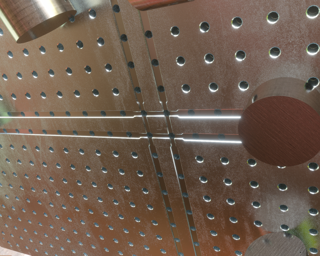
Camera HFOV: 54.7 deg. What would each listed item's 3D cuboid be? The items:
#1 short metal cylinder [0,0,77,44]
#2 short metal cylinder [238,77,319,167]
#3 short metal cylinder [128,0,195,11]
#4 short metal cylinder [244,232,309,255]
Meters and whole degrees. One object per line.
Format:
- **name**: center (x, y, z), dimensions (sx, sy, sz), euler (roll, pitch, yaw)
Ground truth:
- **short metal cylinder**: center (-0.147, -0.142, 0.366), dimensions (0.080, 0.080, 0.050), euler (-19, 108, 35)
- **short metal cylinder**: center (0.128, -0.007, 0.324), dimensions (0.080, 0.050, 0.079), euler (13, 124, 21)
- **short metal cylinder**: center (0.000, -0.153, 0.281), dimensions (0.050, 0.080, 0.080), euler (0, 119, 28)
- **short metal cylinder**: center (0.158, 0.185, 0.407), dimensions (0.080, 0.080, 0.050), euler (-17, 110, 35)
